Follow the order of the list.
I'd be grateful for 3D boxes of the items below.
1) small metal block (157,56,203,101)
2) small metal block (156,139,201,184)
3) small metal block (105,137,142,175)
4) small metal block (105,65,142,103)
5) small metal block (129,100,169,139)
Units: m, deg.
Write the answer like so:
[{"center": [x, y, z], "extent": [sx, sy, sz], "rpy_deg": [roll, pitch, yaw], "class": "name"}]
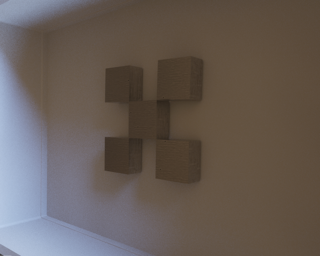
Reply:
[{"center": [0.024, -0.060, 0.384], "extent": [0.050, 0.025, 0.050], "rpy_deg": [3, 92, 40], "class": "small metal block"}, {"center": [0.022, 0.040, 0.386], "extent": [0.050, 0.025, 0.050], "rpy_deg": [2, 91, 40], "class": "small metal block"}, {"center": [-0.054, 0.038, 0.449], "extent": [0.050, 0.025, 0.050], "rpy_deg": [1, 91, 40], "class": "small metal block"}, {"center": [-0.053, -0.062, 0.448], "extent": [0.050, 0.025, 0.050], "rpy_deg": [2, 92, 40], "class": "small metal block"}, {"center": [-0.015, -0.011, 0.417], "extent": [0.050, 0.025, 0.050], "rpy_deg": [1, 91, 40], "class": "small metal block"}]
